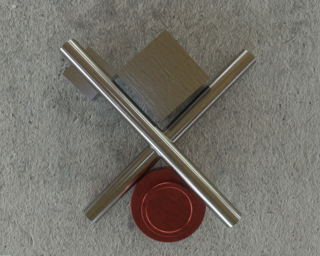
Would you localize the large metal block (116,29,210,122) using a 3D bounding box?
[{"bbox_3d":[0.004,-0.064,0.400,0.080,0.050,0.080,-42,91,0],"label":"large metal block"}]

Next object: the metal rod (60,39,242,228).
[{"bbox_3d":[-0.011,0.007,0.385,0.025,0.025,0.300,-44,91,0],"label":"metal rod"}]

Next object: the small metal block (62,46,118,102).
[{"bbox_3d":[-0.090,-0.071,0.411,0.050,0.025,0.050,43,90,-1],"label":"small metal block"}]

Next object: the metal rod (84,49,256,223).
[{"bbox_3d":[0.014,0.010,0.413,0.025,0.025,0.300,45,89,-1],"label":"metal rod"}]

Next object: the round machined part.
[{"bbox_3d":[0.011,0.101,0.402,0.099,0.042,0.097,0,90,-1],"label":"round machined part"}]
